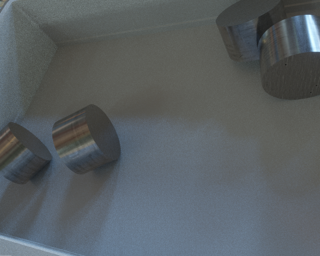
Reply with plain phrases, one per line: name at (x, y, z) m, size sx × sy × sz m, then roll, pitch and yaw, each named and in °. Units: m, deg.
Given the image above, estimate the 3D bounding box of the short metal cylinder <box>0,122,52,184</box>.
short metal cylinder at (-0.209, 0.037, 0.458) m, size 0.050 × 0.080 × 0.080 m, roll -45°, pitch 51°, yaw -3°

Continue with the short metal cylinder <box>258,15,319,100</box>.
short metal cylinder at (0.150, -0.074, 0.337) m, size 0.080 × 0.080 × 0.050 m, roll -9°, pitch 58°, yaw 23°

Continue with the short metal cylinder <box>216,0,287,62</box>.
short metal cylinder at (0.117, -0.127, 0.390) m, size 0.080 × 0.050 × 0.080 m, roll -22°, pitch 33°, yaw 15°

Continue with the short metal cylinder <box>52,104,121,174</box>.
short metal cylinder at (-0.095, 0.015, 0.411) m, size 0.050 × 0.080 × 0.080 m, roll -25°, pitch 53°, yaw 13°
